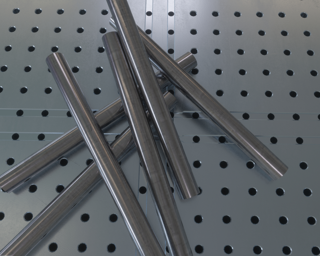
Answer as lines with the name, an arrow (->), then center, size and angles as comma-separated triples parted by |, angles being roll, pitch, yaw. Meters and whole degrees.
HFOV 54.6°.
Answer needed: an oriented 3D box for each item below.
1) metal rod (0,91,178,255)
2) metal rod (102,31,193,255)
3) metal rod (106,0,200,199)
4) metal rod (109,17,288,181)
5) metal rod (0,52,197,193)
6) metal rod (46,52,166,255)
metal rod -> -0.087, 0.061, 0.388 | 0.025, 0.025, 0.301 | 41, 75, 13
metal rod -> -0.018, 0.019, 0.381 | 0.025, 0.025, 0.299 | -17, 80, -6
metal rod -> -0.015, -0.056, 0.391 | 0.025, 0.025, 0.299 | -20, 87, -7
metal rod -> 0.046, -0.046, 0.408 | 0.300, 0.025, 0.025 | 44, 76, 6
metal rod -> -0.074, -0.014, 0.416 | 0.301, 0.025, 0.025 | -35, 74, -12
metal rod -> -0.070, 0.031, 0.372 | 0.025, 0.025, 0.299 | -27, 72, -9
